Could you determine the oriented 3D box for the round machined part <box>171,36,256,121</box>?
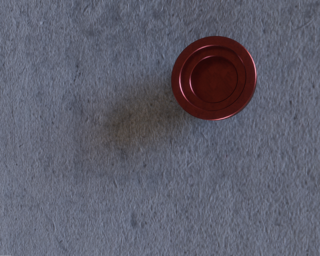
[{"bbox_3d":[0.067,-0.057,0.376,0.098,0.042,0.097,0,90,19],"label":"round machined part"}]
